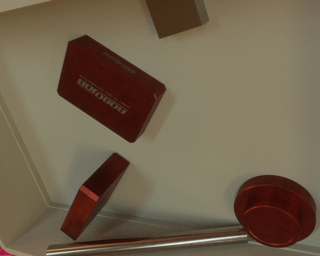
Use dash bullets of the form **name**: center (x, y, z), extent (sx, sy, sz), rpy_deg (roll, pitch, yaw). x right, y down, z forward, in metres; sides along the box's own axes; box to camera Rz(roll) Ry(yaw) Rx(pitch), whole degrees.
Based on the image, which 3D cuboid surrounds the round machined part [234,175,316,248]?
- **round machined part**: center (0.142, 0.111, 0.391), extent (0.098, 0.042, 0.097), rpy_deg (13, 124, 20)

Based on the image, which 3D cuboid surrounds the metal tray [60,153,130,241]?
- **metal tray**: center (-0.102, 0.108, 0.485), extent (0.030, 0.090, 0.129), rpy_deg (36, 129, 4)

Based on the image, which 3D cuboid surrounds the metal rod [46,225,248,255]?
- **metal rod**: center (-0.025, 0.173, 0.462), extent (0.301, 0.025, 0.025), rpy_deg (-9, 116, 9)

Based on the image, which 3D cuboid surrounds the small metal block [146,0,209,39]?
- **small metal block**: center (0.017, -0.126, 0.321), extent (0.050, 0.025, 0.050), rpy_deg (-9, 114, 31)

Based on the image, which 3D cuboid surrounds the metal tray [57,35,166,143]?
- **metal tray**: center (-0.068, -0.050, 0.409), extent (0.130, 0.030, 0.089), rpy_deg (33, 129, 5)
